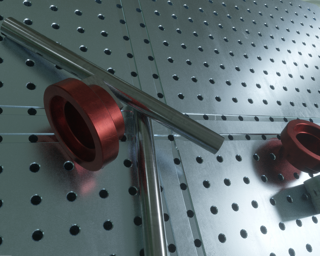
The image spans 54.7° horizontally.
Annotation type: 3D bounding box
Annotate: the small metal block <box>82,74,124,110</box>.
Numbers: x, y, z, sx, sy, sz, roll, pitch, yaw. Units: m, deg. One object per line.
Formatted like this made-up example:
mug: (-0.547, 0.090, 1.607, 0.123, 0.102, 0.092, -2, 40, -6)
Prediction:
small metal block: (-0.076, -0.027, 0.368, 0.025, 0.050, 0.050, -33, 80, -38)

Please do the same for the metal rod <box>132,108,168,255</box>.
metal rod: (-0.009, 0.092, 0.346, 0.025, 0.025, 0.299, 7, 59, -25)

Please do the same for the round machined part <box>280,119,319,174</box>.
round machined part: (0.236, 0.034, 0.491, 0.099, 0.042, 0.098, 12, 40, -10)

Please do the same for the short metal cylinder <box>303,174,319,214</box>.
short metal cylinder: (0.263, 0.091, 0.458, 0.081, 0.080, 0.050, -3, 64, -29)

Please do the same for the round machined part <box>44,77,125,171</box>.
round machined part: (-0.075, -0.007, 0.324, 0.042, 0.097, 0.098, -34, 81, -36)

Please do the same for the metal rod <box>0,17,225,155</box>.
metal rod: (-0.058, -0.052, 0.383, 0.301, 0.025, 0.025, 29, 52, 0)
